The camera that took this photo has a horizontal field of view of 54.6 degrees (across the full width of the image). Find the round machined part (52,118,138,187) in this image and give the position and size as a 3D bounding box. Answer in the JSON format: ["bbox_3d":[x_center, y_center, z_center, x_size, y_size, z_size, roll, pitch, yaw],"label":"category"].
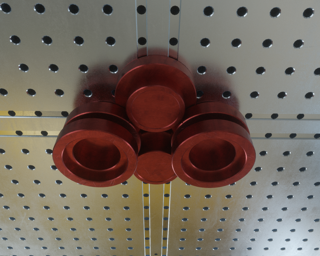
[{"bbox_3d":[-0.076,0.025,0.378,0.099,0.042,0.097,0,130,0],"label":"round machined part"}]

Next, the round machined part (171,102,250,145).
[{"bbox_3d":[0.063,0.005,0.404,0.099,0.042,0.097,0,130,0],"label":"round machined part"}]

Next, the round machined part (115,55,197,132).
[{"bbox_3d":[-0.005,-0.033,0.371,0.099,0.042,0.097,0,130,0],"label":"round machined part"}]

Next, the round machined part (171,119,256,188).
[{"bbox_3d":[0.063,0.027,0.381,0.099,0.042,0.097,0,130,0],"label":"round machined part"}]

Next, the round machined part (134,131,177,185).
[{"bbox_3d":[-0.005,0.042,0.435,0.099,0.042,0.097,0,130,0],"label":"round machined part"}]

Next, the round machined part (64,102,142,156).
[{"bbox_3d":[-0.073,0.005,0.403,0.099,0.042,0.097,0,130,0],"label":"round machined part"}]
